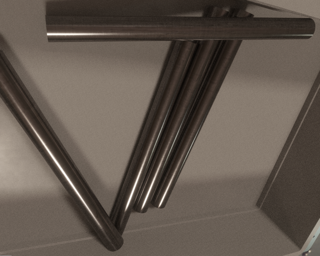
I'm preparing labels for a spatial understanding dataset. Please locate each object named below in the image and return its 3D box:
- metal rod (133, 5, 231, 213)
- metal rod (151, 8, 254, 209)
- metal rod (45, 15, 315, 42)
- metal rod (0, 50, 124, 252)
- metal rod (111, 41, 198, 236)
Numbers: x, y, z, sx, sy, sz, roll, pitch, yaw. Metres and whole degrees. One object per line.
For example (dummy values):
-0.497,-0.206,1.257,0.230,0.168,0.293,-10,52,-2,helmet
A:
0.020,-0.010,0.415,0.025,0.025,0.298,8,115,-32,metal rod
0.050,-0.013,0.429,0.025,0.025,0.298,9,114,-33,metal rod
0.037,-0.108,0.337,0.303,0.025,0.025,-6,121,-17,metal rod
-0.110,0.051,0.365,0.025,0.025,0.299,-29,124,-11,metal rod
-0.018,0.026,0.416,0.025,0.025,0.298,7,115,-32,metal rod
